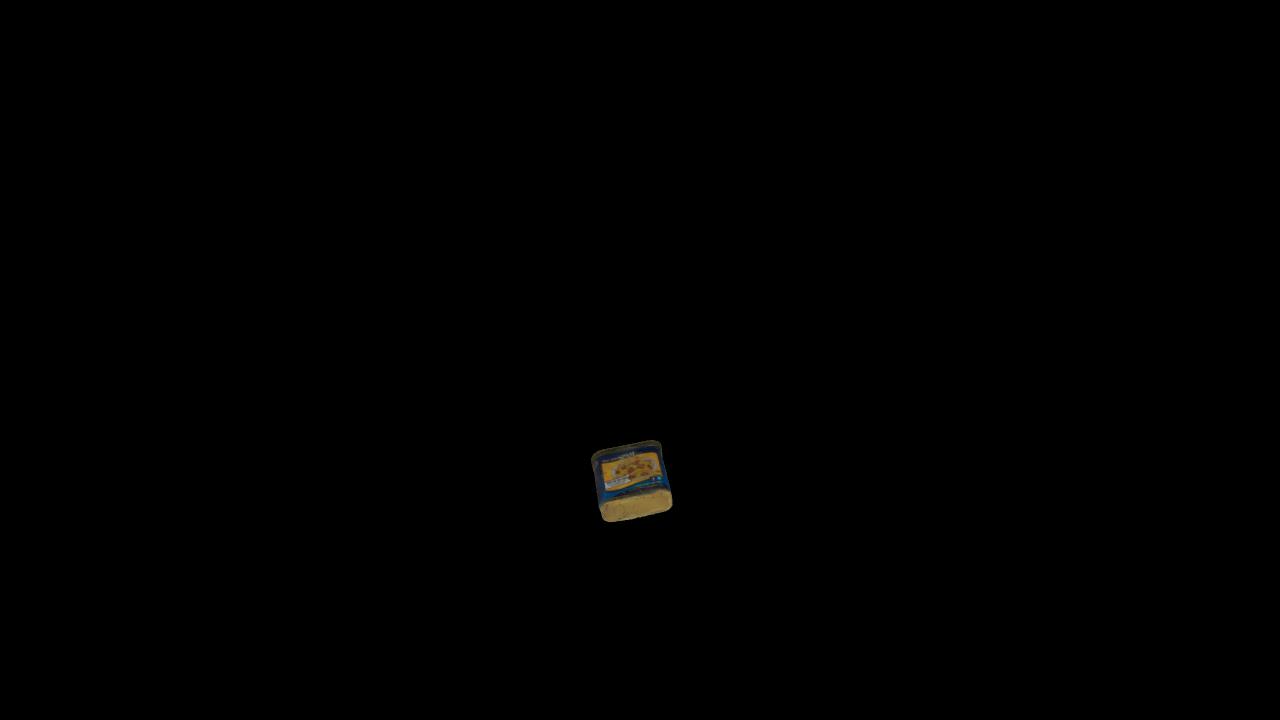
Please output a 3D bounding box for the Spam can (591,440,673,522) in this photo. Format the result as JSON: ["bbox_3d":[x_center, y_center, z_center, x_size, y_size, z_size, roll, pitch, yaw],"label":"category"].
[{"bbox_3d":[-0.011,0.166,0.839,0.101,0.058,0.085,-12,43,-3],"label":"Spam can"}]
